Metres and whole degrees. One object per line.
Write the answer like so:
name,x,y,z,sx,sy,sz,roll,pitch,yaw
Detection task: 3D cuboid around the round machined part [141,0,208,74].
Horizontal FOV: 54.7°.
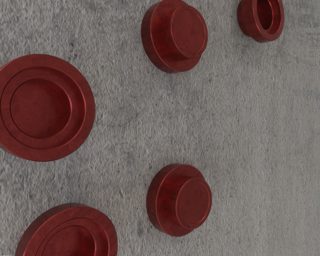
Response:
round machined part,0.026,-0.125,0.415,0.099,0.042,0.097,0,90,-40

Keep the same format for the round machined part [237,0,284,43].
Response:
round machined part,0.171,-0.196,0.536,0.099,0.042,0.097,0,90,-40

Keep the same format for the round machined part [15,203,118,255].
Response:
round machined part,-0.096,0.125,0.314,0.099,0.042,0.097,0,90,-40

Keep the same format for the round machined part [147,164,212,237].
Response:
round machined part,0.033,0.099,0.421,0.099,0.042,0.097,0,90,-40

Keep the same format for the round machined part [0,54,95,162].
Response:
round machined part,-0.116,-0.018,0.296,0.099,0.042,0.097,0,90,-40
